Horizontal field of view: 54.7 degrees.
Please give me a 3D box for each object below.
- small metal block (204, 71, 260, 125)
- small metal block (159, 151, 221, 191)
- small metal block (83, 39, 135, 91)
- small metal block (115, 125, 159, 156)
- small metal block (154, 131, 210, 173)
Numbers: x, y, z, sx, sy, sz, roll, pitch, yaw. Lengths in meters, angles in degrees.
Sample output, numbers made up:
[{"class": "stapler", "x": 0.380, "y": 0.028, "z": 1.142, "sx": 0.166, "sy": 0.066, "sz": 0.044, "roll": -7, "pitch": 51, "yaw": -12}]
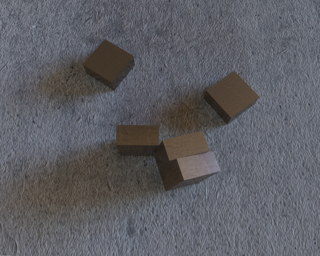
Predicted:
[{"class": "small metal block", "x": 0.097, "y": -0.042, "z": 0.424, "sx": 0.050, "sy": 0.025, "sz": 0.050, "roll": -36, "pitch": 74, "yaw": -12}, {"class": "small metal block", "x": 0.034, "y": 0.052, "z": 0.368, "sx": 0.050, "sy": 0.050, "sz": 0.025, "roll": -9, "pitch": 70, "yaw": -28}, {"class": "small metal block", "x": -0.072, "y": -0.090, "z": 0.440, "sx": 0.050, "sy": 0.025, "sz": 0.050, "roll": 32, "pitch": 73, "yaw": 11}, {"class": "small metal block", "x": -0.026, "y": 0.017, "z": 0.388, "sx": 0.050, "sy": 0.050, "sz": 0.025, "roll": 1, "pitch": 70, "yaw": 0}, {"class": "small metal block", "x": 0.024, "y": 0.029, "z": 0.373, "sx": 0.050, "sy": 0.050, "sz": 0.025, "roll": -12, "pitch": 70, "yaw": -19}]
